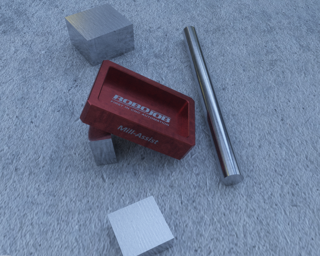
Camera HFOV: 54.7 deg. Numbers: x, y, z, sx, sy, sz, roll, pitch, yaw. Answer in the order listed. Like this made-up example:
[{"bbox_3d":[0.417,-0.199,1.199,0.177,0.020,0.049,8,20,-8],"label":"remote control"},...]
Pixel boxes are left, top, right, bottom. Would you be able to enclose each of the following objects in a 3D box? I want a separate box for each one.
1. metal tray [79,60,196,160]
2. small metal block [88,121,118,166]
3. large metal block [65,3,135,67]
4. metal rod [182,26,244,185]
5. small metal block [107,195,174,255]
[{"bbox_3d":[-0.021,-0.023,0.377,0.131,0.030,0.090,23,41,-15],"label":"metal tray"},{"bbox_3d":[-0.070,0.010,0.377,0.025,0.050,0.050,-9,51,-5],"label":"small metal block"},{"bbox_3d":[-0.099,-0.157,0.518,0.081,0.050,0.080,-29,56,-23],"label":"large metal block"},{"bbox_3d":[0.068,-0.055,0.449,0.025,0.025,0.300,-4,50,-4],"label":"metal rod"},{"bbox_3d":[-0.020,0.105,0.315,0.050,0.025,0.050,-20,53,-17],"label":"small metal block"}]
